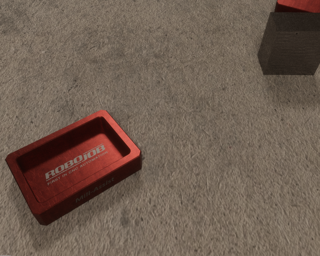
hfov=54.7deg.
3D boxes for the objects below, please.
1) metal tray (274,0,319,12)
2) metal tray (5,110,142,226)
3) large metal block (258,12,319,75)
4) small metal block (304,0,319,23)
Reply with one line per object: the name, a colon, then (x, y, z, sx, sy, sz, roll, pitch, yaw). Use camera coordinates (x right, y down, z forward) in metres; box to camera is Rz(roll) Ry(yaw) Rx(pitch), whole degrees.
metal tray: (0.298, -0.240, 0.588, 0.130, 0.030, 0.090, 24, 71, 20)
metal tray: (-0.098, 0.040, 0.364, 0.131, 0.030, 0.090, -29, 56, -23)
large metal block: (0.205, -0.129, 0.479, 0.081, 0.080, 0.050, 0, 50, 0)
small metal block: (0.321, -0.229, 0.600, 0.050, 0.025, 0.050, -23, 54, -19)
